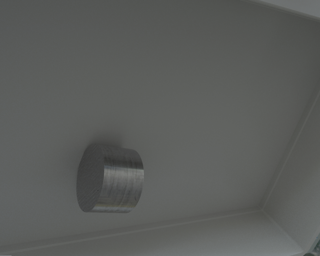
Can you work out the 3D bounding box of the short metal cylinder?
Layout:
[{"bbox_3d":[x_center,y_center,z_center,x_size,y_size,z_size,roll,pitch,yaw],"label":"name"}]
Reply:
[{"bbox_3d":[-0.062,0.062,0.377,0.050,0.080,0.080,12,112,-33],"label":"short metal cylinder"}]
